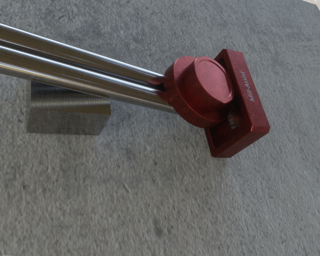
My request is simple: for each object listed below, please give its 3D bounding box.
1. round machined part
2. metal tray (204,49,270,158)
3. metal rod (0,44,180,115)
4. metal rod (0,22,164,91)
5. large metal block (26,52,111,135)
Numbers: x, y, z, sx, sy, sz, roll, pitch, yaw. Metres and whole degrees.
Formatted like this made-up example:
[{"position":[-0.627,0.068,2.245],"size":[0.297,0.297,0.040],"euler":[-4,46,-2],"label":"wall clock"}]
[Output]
[{"position":[0.056,-0.052,0.396],"size":[0.099,0.042,0.098],"euler":[21,52,-29],"label":"round machined part"},{"position":[0.094,-0.033,0.436],"size":[0.030,0.090,0.130],"euler":[4,60,-27],"label":"metal tray"},{"position":[-0.036,-0.041,0.354],"size":[0.302,0.025,0.025],"euler":[11,56,-38],"label":"metal rod"},{"position":[-0.040,-0.065,0.366],"size":[0.302,0.025,0.025],"euler":[10,57,-38],"label":"metal rod"},{"position":[-0.106,-0.040,0.352],"size":[0.081,0.050,0.080],"euler":[3,60,-27],"label":"large metal block"}]
